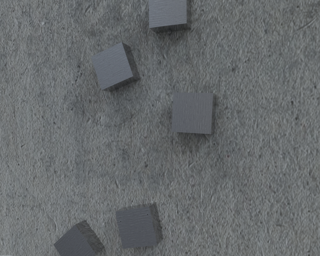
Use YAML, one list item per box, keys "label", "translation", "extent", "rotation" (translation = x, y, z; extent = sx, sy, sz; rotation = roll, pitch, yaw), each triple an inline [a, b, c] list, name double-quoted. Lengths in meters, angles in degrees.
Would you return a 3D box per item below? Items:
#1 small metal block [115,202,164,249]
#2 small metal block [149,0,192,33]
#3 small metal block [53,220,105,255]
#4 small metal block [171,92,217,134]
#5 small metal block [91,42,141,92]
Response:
- label: "small metal block"
  translation: [-0.028, 0.131, 0.419]
  extent: [0.050, 0.025, 0.050]
  rotation: [-14, 85, 19]
- label: "small metal block"
  translation: [0.014, -0.155, 0.404]
  extent: [0.050, 0.025, 0.050]
  rotation: [-1, 90, 20]
- label: "small metal block"
  translation: [-0.118, 0.172, 0.450]
  extent: [0.050, 0.025, 0.050]
  rotation: [-44, 77, 14]
- label: "small metal block"
  translation: [0.044, -0.019, 0.394]
  extent: [0.050, 0.025, 0.050]
  rotation: [3, 91, 20]
- label: "small metal block"
  translation: [-0.061, -0.084, 0.431]
  extent: [0.050, 0.025, 0.050]
  rotation: [-21, 83, 18]
